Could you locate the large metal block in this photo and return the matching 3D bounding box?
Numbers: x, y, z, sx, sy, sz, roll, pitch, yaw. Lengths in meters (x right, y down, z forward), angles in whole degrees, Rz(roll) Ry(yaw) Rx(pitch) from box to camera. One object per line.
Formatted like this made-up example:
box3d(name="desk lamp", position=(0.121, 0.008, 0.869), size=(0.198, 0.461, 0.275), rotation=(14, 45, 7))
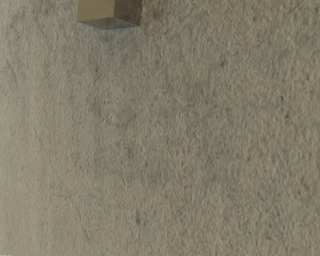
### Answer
box3d(name="large metal block", position=(-0.071, -0.190, 0.445), size=(0.080, 0.050, 0.079), rotation=(10, 96, 39))
